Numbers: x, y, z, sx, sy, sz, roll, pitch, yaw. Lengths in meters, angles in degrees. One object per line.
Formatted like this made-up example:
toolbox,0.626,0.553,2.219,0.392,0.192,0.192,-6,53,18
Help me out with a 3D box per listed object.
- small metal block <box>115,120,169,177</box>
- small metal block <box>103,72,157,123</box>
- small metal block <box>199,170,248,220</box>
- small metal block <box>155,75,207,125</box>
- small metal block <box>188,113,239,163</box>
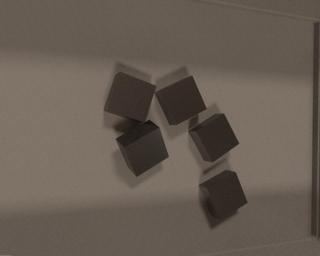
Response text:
small metal block,-0.022,0.026,0.393,0.050,0.025,0.050,-30,127,-18
small metal block,-0.039,-0.038,0.397,0.050,0.025,0.050,19,83,-19
small metal block,0.091,0.095,0.446,0.050,0.025,0.050,-25,99,-19
small metal block,0.028,-0.037,0.422,0.050,0.025,0.050,-28,100,-18
small metal block,0.077,0.013,0.440,0.050,0.025,0.050,-32,101,-17
